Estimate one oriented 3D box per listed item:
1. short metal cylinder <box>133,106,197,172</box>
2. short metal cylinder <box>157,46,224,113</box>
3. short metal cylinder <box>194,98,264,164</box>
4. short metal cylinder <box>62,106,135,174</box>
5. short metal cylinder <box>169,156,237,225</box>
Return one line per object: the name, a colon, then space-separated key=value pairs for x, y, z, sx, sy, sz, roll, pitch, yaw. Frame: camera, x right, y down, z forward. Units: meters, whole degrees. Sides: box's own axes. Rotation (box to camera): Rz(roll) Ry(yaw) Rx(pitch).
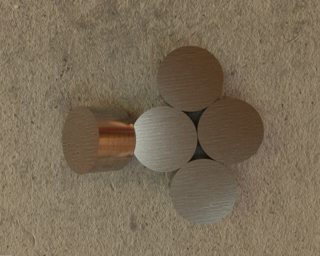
short metal cylinder: x=0.005 y=0.013 z=0.398 sx=0.081 sy=0.050 sz=0.080 roll=0 pitch=90 yaw=0
short metal cylinder: x=0.037 y=-0.060 z=0.399 sx=0.081 sy=0.050 sz=0.080 roll=0 pitch=90 yaw=0
short metal cylinder: x=0.085 y=0.004 z=0.399 sx=0.081 sy=0.050 sz=0.080 roll=0 pitch=90 yaw=0
short metal cylinder: x=-0.076 y=0.014 z=0.377 sx=0.080 sy=0.050 sz=0.080 roll=-2 pitch=88 yaw=44
short metal cylinder: x=0.053 y=0.077 z=0.399 sx=0.081 sy=0.050 sz=0.080 roll=0 pitch=90 yaw=0
